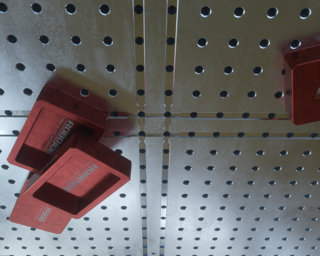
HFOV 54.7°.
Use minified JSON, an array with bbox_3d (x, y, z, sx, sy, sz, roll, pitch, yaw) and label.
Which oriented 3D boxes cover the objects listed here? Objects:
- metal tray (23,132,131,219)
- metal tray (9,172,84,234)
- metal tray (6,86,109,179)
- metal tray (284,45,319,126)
[{"bbox_3d":[-0.113,0.070,0.426,0.090,0.030,0.130,35,122,-26],"label":"metal tray"},{"bbox_3d":[-0.184,0.121,0.509,0.091,0.030,0.129,23,126,-19],"label":"metal tray"},{"bbox_3d":[-0.139,0.015,0.418,0.090,0.030,0.129,26,125,-21],"label":"metal tray"},{"bbox_3d":[0.218,-0.057,0.363,0.131,0.030,0.090,-12,129,10],"label":"metal tray"}]
